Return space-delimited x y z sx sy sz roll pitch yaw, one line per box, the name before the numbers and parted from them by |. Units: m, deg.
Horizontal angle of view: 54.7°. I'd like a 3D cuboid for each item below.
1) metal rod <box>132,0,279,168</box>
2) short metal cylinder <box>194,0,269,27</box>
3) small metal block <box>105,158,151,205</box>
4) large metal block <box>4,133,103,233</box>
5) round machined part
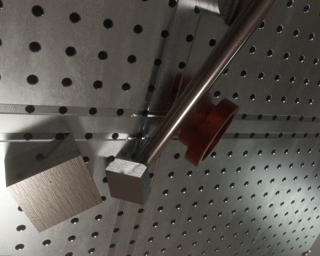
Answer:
metal rod | 0.047 -0.050 0.364 0.025 0.025 0.298 15 124 -35
short metal cylinder | 0.084 -0.156 0.347 0.081 0.050 0.079 -14 124 -21
small metal block | -0.042 0.072 0.416 0.025 0.050 0.050 -56 149 -50
large metal block | -0.124 0.064 0.368 0.081 0.050 0.080 -24 128 -14
round machined part | 0.061 0.001 0.416 0.098 0.042 0.098 -50 164 -19
